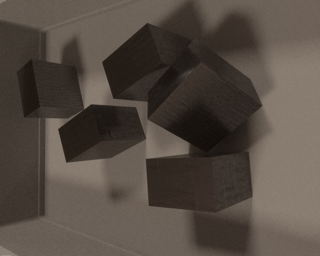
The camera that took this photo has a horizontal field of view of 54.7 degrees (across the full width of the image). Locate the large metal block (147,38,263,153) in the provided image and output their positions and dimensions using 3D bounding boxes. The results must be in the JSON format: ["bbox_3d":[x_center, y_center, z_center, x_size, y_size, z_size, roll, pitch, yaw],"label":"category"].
[{"bbox_3d":[0.043,-0.031,0.325,0.080,0.080,0.050,-46,28,30],"label":"large metal block"}]

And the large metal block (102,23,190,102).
[{"bbox_3d":[-0.008,-0.073,0.376,0.080,0.081,0.050,-30,72,36],"label":"large metal block"}]

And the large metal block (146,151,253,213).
[{"bbox_3d":[0.043,0.054,0.334,0.080,0.081,0.050,-6,86,39],"label":"large metal block"}]

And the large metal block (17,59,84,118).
[{"bbox_3d":[-0.182,-0.062,0.518,0.050,0.081,0.080,-23,76,37],"label":"large metal block"}]

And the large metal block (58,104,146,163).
[{"bbox_3d":[-0.081,0.009,0.436,0.080,0.081,0.050,-29,72,36],"label":"large metal block"}]
